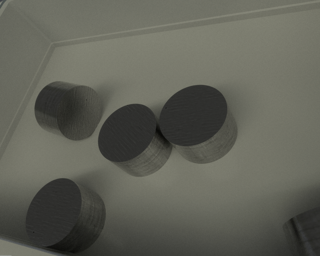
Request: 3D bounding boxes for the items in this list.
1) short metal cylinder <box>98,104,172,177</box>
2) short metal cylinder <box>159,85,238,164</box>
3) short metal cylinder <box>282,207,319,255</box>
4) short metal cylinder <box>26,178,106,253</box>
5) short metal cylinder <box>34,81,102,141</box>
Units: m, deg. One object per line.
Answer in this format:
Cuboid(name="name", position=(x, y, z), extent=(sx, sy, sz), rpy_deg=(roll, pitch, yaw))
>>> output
Cuboid(name="short metal cylinder", position=(-0.031, 0.016, 0.395), extent=(0.080, 0.050, 0.080), rpy_deg=(-13, 56, 20))
Cuboid(name="short metal cylinder", position=(0.046, -0.004, 0.367), extent=(0.080, 0.050, 0.080), rpy_deg=(-13, 56, 20))
Cuboid(name="short metal cylinder", position=(0.144, 0.092, 0.238), extent=(0.080, 0.080, 0.050), rpy_deg=(-20, 54, 16))
Cuboid(name="short metal cylinder", position=(-0.115, 0.108, 0.382), extent=(0.080, 0.050, 0.080), rpy_deg=(-13, 56, 20))
Cuboid(name="short metal cylinder", position=(-0.133, -0.026, 0.454), extent=(0.050, 0.080, 0.080), rpy_deg=(14, 69, 34))
